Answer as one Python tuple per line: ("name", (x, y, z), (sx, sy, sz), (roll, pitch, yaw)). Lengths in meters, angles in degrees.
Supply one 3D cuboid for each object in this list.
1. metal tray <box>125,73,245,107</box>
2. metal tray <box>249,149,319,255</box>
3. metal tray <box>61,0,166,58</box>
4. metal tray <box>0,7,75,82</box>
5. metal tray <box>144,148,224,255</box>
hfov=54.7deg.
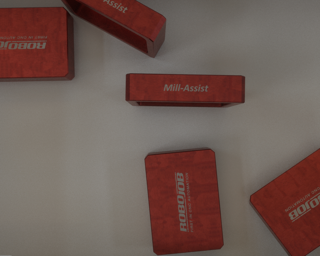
("metal tray", (0.028, -0.044, 0.379), (0.131, 0.090, 0.030), (1, 90, -1))
("metal tray", (0.193, 0.092, 0.393), (0.130, 0.030, 0.090), (-34, 65, 0))
("metal tray", (-0.057, -0.138, 0.378), (0.130, 0.090, 0.030), (29, 90, -1))
("metal tray", (-0.182, -0.108, 0.406), (0.131, 0.030, 0.089), (-1, 90, -1))
("metal tray", (0.031, 0.095, 0.409), (0.091, 0.030, 0.129), (-5, 90, -1))
